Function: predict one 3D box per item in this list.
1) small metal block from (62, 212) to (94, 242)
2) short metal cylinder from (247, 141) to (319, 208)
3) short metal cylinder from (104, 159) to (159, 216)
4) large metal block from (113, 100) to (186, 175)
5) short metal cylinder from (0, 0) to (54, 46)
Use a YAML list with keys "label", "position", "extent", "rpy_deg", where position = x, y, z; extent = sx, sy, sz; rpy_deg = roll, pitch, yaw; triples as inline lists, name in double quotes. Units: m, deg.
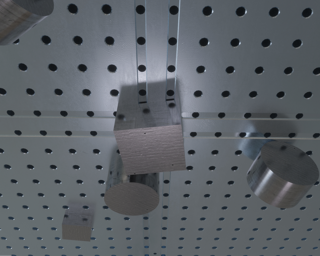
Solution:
- label: "small metal block"
  position: [-0.150, 0.181, 0.564]
  extent: [0.050, 0.025, 0.050]
  rpy_deg: [8, 130, -7]
- label: "short metal cylinder"
  position: [0.169, 0.064, 0.432]
  extent: [0.081, 0.080, 0.050]
  rpy_deg: [9, 130, -8]
- label: "short metal cylinder"
  position: [-0.041, 0.089, 0.471]
  extent: [0.081, 0.050, 0.079]
  rpy_deg: [0, 130, 0]
- label: "large metal block"
  position: [-0.010, 0.014, 0.407]
  extent: [0.080, 0.050, 0.080]
  rpy_deg: [-6, 130, 4]
- label: "short metal cylinder"
  position: [-0.142, -0.121, 0.271]
  extent: [0.050, 0.080, 0.080]
  rpy_deg: [-27, 125, 21]
